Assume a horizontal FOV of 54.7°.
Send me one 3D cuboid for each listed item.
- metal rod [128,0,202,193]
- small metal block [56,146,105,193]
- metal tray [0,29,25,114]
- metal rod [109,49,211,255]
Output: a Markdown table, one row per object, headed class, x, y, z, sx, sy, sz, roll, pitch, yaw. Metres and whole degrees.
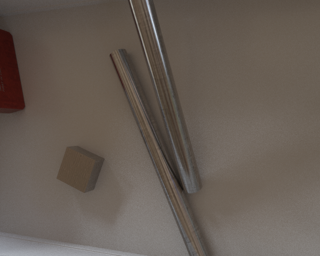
| class | x | y | z | sx | sy | sz | roll | pitch | yaw |
| --- | --- | --- | --- | --- | --- | --- | --- | --- | --- |
| metal rod | 0.002 | -0.057 | 0.344 | 0.025 | 0.025 | 0.298 | -9 | 112 | 19 |
| small metal block | -0.115 | 0.059 | 0.450 | 0.050 | 0.025 | 0.050 | 22 | 97 | 18 |
| metal tray | -0.258 | -0.089 | 0.464 | 0.030 | 0.090 | 0.129 | -14 | 86 | 19 |
| metal rod | -0.002 | 0.034 | 0.410 | 0.025 | 0.025 | 0.299 | -25 | 82 | 18 |
